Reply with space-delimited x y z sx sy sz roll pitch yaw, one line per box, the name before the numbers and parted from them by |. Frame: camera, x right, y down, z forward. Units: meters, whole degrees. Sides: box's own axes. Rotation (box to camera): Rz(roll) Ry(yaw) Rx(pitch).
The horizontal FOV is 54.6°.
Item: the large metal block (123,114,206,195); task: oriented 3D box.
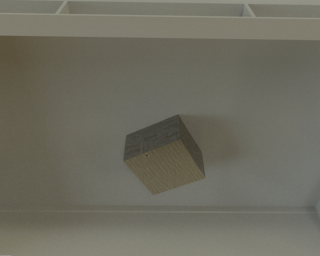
large metal block | 0.007 0.039 0.425 0.080 0.050 0.080 -22 127 17
